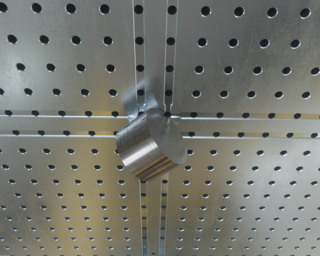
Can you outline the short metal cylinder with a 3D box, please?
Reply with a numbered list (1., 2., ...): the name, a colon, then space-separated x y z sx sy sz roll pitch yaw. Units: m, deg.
1. short metal cylinder: -0.009 0.021 0.393 0.050 0.080 0.080 -33 123 24
